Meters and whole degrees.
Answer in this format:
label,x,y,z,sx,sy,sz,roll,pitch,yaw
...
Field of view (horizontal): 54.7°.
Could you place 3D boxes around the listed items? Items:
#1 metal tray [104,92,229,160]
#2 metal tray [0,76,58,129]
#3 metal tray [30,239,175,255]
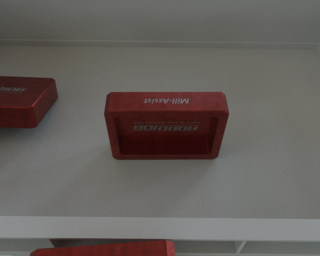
label,x,y,z,sx,sy,sz,roll,pitch,yaw
metal tray,0.007,0.000,0.362,0.131,0.089,0.030,0,50,-1
metal tray,-0.216,-0.038,0.414,0.131,0.030,0.090,2,32,1
metal tray,-0.036,0.125,0.234,0.091,0.129,0.030,-3,50,-3
